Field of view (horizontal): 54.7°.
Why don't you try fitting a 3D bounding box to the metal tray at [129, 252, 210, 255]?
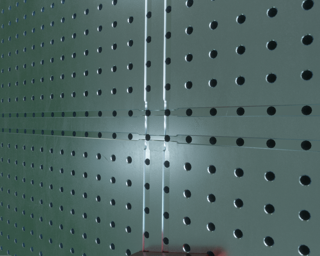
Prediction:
[{"bbox_3d":[0.012,0.209,0.394,0.130,0.030,0.090,-17,80,38],"label":"metal tray"}]
